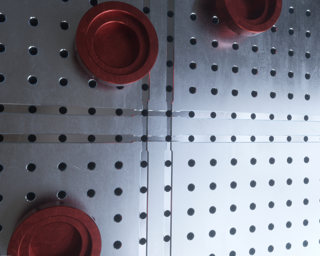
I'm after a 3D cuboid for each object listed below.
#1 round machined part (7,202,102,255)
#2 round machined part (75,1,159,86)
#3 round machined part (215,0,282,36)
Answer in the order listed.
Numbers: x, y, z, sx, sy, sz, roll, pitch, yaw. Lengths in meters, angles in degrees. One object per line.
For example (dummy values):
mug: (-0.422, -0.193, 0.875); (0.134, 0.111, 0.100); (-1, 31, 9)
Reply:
round machined part: (-0.120, 0.134, 0.359); (0.099, 0.042, 0.097); (0, 90, -20)
round machined part: (-0.055, -0.100, 0.383); (0.099, 0.042, 0.097); (0, 90, -20)
round machined part: (0.123, -0.181, 0.448); (0.099, 0.042, 0.097); (0, 90, -20)
